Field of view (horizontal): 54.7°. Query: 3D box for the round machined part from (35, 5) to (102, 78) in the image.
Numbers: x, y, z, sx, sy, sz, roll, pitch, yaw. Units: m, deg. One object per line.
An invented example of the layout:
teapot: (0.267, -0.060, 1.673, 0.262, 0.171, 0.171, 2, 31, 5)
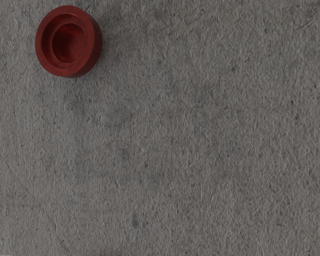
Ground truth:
round machined part: (-0.125, -0.120, 0.444, 0.098, 0.042, 0.097, 0, 90, 20)
